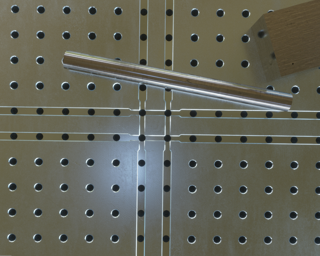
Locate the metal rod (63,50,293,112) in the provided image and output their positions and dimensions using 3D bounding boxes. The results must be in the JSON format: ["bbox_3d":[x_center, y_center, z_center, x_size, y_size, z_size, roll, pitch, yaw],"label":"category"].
[{"bbox_3d":[0.024,-0.063,0.413,0.302,0.025,0.025,11,90,-1],"label":"metal rod"}]

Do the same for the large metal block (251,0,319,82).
[{"bbox_3d":[0.176,-0.112,0.403,0.080,0.050,0.080,-16,90,-1],"label":"large metal block"}]
